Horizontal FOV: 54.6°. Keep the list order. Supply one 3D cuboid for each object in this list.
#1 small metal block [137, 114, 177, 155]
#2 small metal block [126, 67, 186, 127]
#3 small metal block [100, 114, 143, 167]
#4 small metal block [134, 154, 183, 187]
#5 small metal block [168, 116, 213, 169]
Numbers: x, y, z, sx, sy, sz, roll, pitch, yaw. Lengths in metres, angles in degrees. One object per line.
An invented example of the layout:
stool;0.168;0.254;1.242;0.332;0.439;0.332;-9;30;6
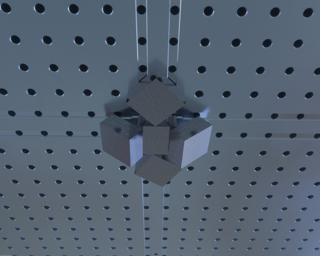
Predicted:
small metal block;-0.004;0.009;0.418;0.050;0.025;0.050;1;129;-1
small metal block;-0.005;-0.037;0.380;0.050;0.025;0.050;-37;121;26
small metal block;-0.050;0.016;0.408;0.050;0.025;0.050;27;137;25
small metal block;-0.002;0.055;0.457;0.050;0.025;0.050;28;125;-20
small metal block;0.039;0.019;0.410;0.050;0.025;0.050;-27;139;-31
